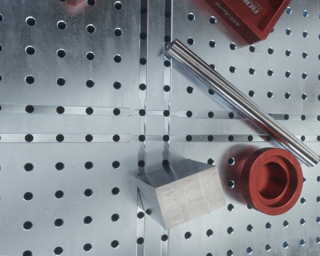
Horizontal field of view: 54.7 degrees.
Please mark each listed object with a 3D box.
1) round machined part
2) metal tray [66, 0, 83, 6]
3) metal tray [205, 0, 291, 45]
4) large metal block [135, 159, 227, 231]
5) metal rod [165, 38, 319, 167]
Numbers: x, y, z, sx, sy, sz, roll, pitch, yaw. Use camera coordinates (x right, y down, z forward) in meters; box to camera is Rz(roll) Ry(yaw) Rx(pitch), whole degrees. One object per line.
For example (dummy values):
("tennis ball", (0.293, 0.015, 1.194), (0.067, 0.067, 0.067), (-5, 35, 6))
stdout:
("round machined part", (0.161, 0.077, 0.465), (0.099, 0.042, 0.097), (0, 90, -21))
("metal tray", (-0.111, -0.227, 0.368), (0.090, 0.030, 0.130), (-42, 104, -15))
("metal tray", (0.123, -0.200, 0.456), (0.130, 0.030, 0.090), (38, 78, -16))
("large metal block", (0.023, 0.079, 0.393), (0.081, 0.080, 0.050), (-17, 96, -20))
("metal rod", (0.132, -0.029, 0.463), (0.301, 0.025, 0.025), (35, 79, -17))
